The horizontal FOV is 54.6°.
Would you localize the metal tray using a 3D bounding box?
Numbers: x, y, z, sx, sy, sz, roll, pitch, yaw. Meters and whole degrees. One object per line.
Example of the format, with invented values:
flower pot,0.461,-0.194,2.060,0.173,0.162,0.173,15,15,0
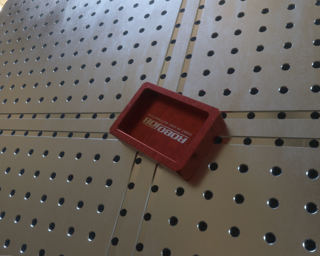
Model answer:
metal tray,0.006,-0.002,0.403,0.130,0.030,0.090,27,76,37
